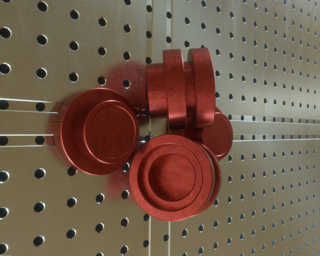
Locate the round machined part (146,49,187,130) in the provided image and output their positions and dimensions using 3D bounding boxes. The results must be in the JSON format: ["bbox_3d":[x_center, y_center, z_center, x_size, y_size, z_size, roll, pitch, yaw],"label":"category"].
[{"bbox_3d":[0.006,-0.046,0.381,0.042,0.098,0.097,-4,94,0],"label":"round machined part"}]

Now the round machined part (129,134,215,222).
[{"bbox_3d":[0.017,0.058,0.369,0.042,0.098,0.098,25,71,-71],"label":"round machined part"}]

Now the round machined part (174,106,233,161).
[{"bbox_3d":[0.070,0.012,0.456,0.099,0.042,0.097,0,90,-40],"label":"round machined part"}]

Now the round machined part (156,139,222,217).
[{"bbox_3d":[0.030,0.063,0.398,0.042,0.098,0.098,27,70,-70],"label":"round machined part"}]

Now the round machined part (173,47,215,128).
[{"bbox_3d":[0.038,-0.048,0.384,0.042,0.098,0.097,-4,94,0],"label":"round machined part"}]

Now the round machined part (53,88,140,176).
[{"bbox_3d":[-0.062,0.004,0.344,0.099,0.042,0.097,0,90,-40],"label":"round machined part"}]
